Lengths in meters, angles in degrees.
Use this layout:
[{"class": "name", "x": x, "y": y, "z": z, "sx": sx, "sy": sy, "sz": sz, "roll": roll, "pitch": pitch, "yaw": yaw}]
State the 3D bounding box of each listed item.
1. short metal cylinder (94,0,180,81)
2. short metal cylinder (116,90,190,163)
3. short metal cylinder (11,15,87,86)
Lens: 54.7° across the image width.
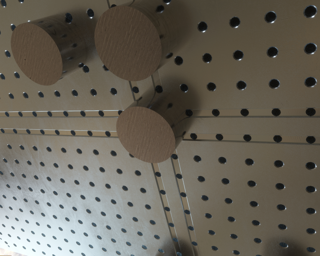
[{"class": "short metal cylinder", "x": -0.025, "y": -0.099, "z": 0.346, "sx": 0.080, "sy": 0.050, "sz": 0.079, "roll": 13, "pitch": 124, "yaw": 20}, {"class": "short metal cylinder", "x": -0.008, "y": -0.002, "z": 0.397, "sx": 0.080, "sy": 0.050, "sz": 0.079, "roll": 13, "pitch": 124, "yaw": 20}, {"class": "short metal cylinder", "x": -0.144, "y": -0.102, "z": 0.406, "sx": 0.080, "sy": 0.050, "sz": 0.079, "roll": 13, "pitch": 124, "yaw": 20}]
